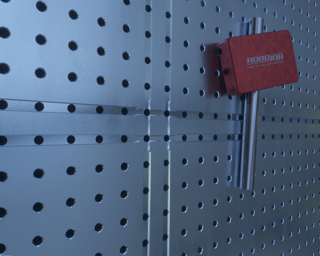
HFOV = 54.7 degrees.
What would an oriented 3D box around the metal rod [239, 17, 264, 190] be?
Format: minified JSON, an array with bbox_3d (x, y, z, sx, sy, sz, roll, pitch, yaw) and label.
[{"bbox_3d":[0.160,-0.044,0.542,0.025,0.025,0.298,7,85,-40],"label":"metal rod"}]

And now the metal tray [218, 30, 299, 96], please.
[{"bbox_3d":[0.166,-0.109,0.516,0.131,0.030,0.089,-14,94,-23],"label":"metal tray"}]
